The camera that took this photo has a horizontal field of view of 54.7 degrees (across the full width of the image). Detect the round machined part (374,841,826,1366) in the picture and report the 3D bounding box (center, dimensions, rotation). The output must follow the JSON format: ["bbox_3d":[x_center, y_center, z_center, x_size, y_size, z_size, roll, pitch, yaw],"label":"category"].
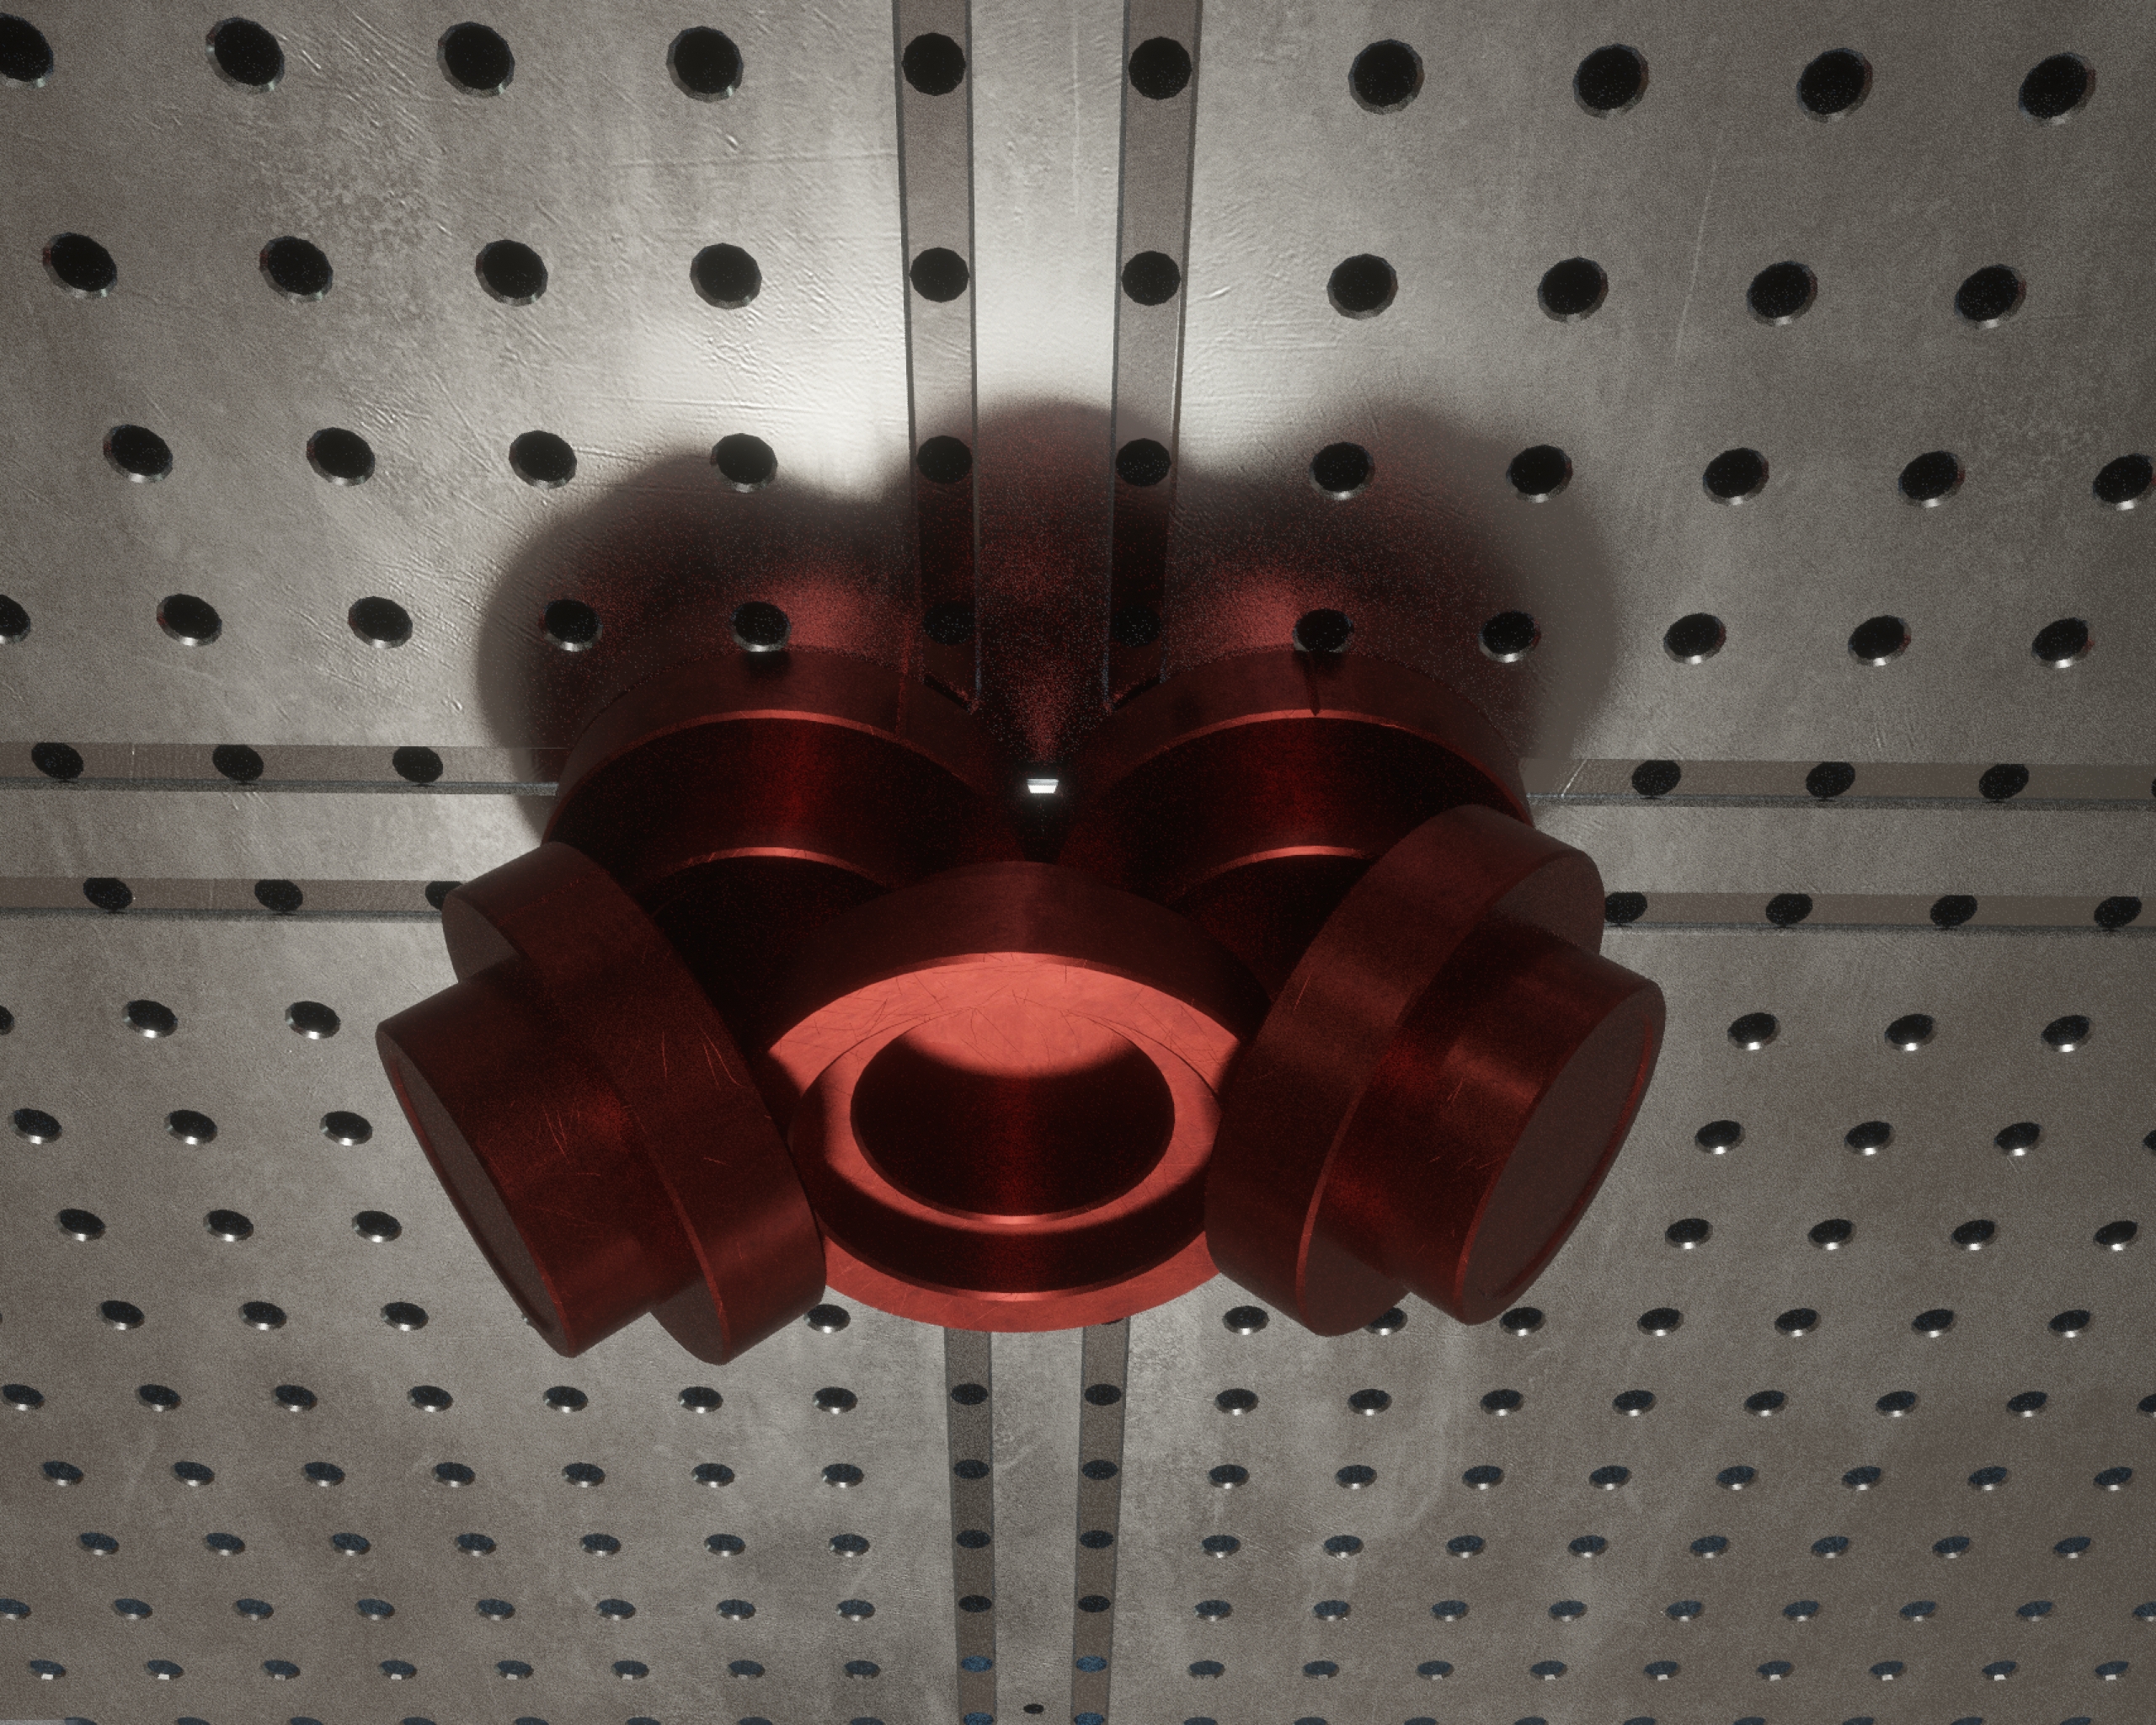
[{"bbox_3d":[-0.090,0.049,0.374,0.042,0.098,0.097,-30,135,-25],"label":"round machined part"}]

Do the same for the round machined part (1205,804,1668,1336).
[{"bbox_3d":[0.069,0.042,0.370,0.042,0.099,0.097,29,138,29],"label":"round machined part"}]

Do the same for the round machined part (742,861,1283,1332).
[{"bbox_3d":[-0.012,0.038,0.376,0.099,0.042,0.097,-1,130,0],"label":"round machined part"}]

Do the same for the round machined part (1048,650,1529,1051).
[{"bbox_3d":[0.042,0.010,0.409,0.099,0.042,0.097,-1,130,0],"label":"round machined part"}]

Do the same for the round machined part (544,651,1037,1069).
[{"bbox_3d":[-0.056,0.010,0.408,0.099,0.042,0.097,-1,130,0],"label":"round machined part"}]
